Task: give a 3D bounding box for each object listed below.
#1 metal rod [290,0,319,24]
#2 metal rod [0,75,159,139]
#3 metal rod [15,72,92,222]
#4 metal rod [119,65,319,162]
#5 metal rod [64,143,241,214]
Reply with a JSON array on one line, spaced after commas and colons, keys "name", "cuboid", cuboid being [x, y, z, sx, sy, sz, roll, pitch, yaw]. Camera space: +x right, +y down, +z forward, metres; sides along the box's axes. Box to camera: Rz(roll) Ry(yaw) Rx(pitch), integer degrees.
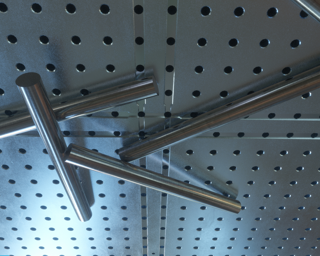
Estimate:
[{"name": "metal rod", "cuboid": [0.152, -0.126, 0.306, 0.302, 0.025, 0.025, 26, 125, -21]}, {"name": "metal rod", "cuboid": [-0.148, -0.014, 0.397, 0.301, 0.025, 0.025, -14, 129, 11]}, {"name": "metal rod", "cuboid": [-0.134, 0.051, 0.430, 0.025, 0.025, 0.298, -1, 137, 0]}, {"name": "metal rod", "cuboid": [0.080, -0.015, 0.399, 0.300, 0.025, 0.025, -23, 127, 17]}, {"name": "metal rod", "cuboid": [0.007, 0.083, 0.460, 0.302, 0.025, 0.025, 23, 127, -28]}]
